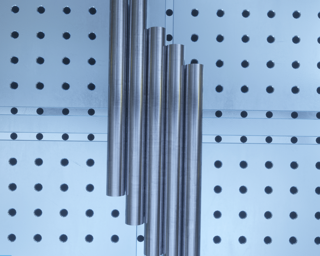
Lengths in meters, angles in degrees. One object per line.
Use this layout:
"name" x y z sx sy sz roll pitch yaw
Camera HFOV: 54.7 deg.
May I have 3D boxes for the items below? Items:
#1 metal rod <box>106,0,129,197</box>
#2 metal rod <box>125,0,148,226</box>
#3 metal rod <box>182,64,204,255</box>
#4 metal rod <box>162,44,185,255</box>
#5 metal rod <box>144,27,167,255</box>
"metal rod" -0.056 -0.060 0.412 0.025 0.025 0.298 1 90 -1
"metal rod" -0.031 -0.023 0.412 0.025 0.025 0.298 1 90 -1
"metal rod" 0.043 0.066 0.413 0.025 0.025 0.298 1 90 -1
"metal rod" 0.018 0.040 0.413 0.025 0.025 0.298 1 90 -1
"metal rod" -0.006 0.018 0.413 0.025 0.025 0.298 1 90 -1
